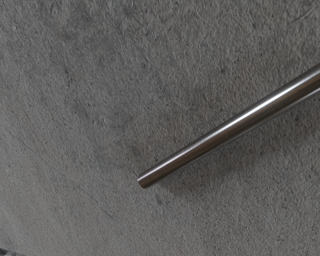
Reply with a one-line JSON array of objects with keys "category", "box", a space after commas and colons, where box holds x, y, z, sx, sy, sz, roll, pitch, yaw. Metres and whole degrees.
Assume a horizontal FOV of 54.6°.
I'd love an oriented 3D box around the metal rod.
[{"category": "metal rod", "box": [0.071, 0.012, 0.376, 0.025, 0.025, 0.299, 49, 129, -6]}]
